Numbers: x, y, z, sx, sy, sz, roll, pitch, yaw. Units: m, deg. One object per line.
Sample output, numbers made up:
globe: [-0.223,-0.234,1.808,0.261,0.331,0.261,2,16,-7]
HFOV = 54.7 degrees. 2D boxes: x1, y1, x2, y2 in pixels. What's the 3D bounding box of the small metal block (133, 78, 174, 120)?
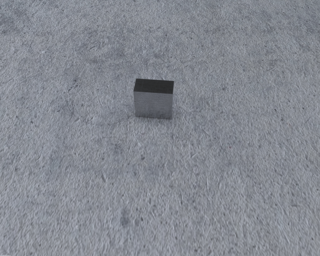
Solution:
small metal block: [-0.008,-0.039,0.420,0.050,0.050,0.025,4,50,3]
